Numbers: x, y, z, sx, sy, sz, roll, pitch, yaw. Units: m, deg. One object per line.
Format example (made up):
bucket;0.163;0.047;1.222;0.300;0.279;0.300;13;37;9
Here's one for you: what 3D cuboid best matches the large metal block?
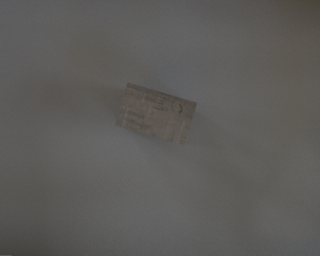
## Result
large metal block;-0.004;-0.016;0.384;0.080;0.080;0.050;16;90;-1
